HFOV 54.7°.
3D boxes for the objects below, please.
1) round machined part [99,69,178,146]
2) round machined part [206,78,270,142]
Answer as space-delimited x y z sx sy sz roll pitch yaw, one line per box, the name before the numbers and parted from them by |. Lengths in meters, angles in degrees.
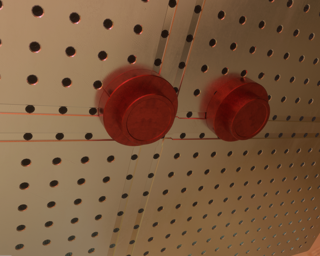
round machined part | -0.021 -0.019 0.379 0.099 0.042 0.097 -14 125 -21
round machined part | 0.121 -0.021 0.456 0.099 0.042 0.097 -14 125 -21
